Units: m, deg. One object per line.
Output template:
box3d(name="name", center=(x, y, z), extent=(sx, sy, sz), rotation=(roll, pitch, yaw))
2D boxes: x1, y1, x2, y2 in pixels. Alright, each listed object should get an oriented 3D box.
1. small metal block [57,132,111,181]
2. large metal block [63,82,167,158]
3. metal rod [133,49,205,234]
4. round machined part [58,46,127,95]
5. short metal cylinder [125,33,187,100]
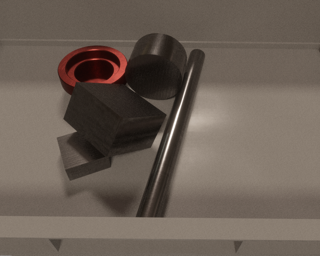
box3d(name="small metal block", center=(-0.093, 0.030, 0.379), extent=(0.050, 0.025, 0.050), rotation=(-18, 52, -15))
box3d(name="large metal block", center=(-0.053, -0.014, 0.376), extent=(0.080, 0.050, 0.081), rotation=(37, 24, 26))
box3d(name="metal rod", center=(0.023, -0.007, 0.411), extent=(0.025, 0.025, 0.300), rotation=(12, 51, 9))
box3d(name="round machined part", center=(-0.095, -0.075, 0.456), extent=(0.099, 0.042, 0.098), rotation=(0, 50, 0))
box3d(name="short metal cylinder", center=(-0.005, -0.086, 0.441), extent=(0.080, 0.080, 0.050), rotation=(8, 49, 6))
